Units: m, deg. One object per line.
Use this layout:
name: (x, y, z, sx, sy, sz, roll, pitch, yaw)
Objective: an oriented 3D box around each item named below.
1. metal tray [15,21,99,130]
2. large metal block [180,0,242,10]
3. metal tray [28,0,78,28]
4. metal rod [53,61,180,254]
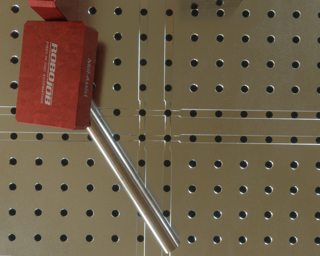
metal tray: (-0.131, -0.067, 0.393, 0.090, 0.030, 0.129, 7, 92, 18)
large metal block: (0.065, -0.205, 0.402, 0.081, 0.050, 0.079, -4, 90, -1)
metal tray: (-0.126, -0.197, 0.379, 0.030, 0.090, 0.129, 2, 90, 0)
metal rod: (-0.064, 0.033, 0.412, 0.025, 0.025, 0.299, -32, 90, 0)
